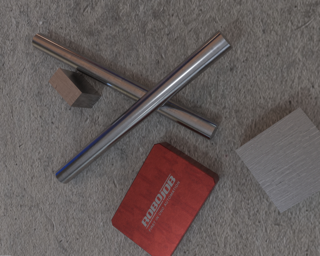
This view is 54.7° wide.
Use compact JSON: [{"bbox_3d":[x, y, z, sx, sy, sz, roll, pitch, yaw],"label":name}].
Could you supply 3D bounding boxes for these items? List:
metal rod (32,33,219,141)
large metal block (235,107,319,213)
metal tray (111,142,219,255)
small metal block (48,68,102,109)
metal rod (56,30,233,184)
[{"bbox_3d":[-0.059,-0.064,0.428,0.301,0.025,0.025,29,99,17],"label":"metal rod"},{"bbox_3d":[0.144,0.034,0.345,0.080,0.050,0.080,-37,78,16],"label":"large metal block"},{"bbox_3d":[0.005,0.095,0.404,0.090,0.030,0.129,32,100,16],"label":"metal tray"},{"bbox_3d":[-0.118,-0.055,0.436,0.050,0.050,0.025,46,104,14],"label":"small metal block"},{"bbox_3d":[-0.036,-0.013,0.398,0.299,0.025,0.025,-38,78,24],"label":"metal rod"}]
